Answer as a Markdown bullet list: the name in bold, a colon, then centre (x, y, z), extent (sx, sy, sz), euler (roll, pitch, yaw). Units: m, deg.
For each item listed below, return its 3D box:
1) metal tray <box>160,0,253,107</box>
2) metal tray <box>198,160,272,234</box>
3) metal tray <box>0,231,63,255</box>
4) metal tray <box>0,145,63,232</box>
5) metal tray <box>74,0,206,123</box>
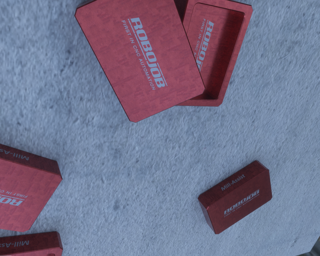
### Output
- **metal tray**: centre (0.050, -0.091, 0.376), extent (0.091, 0.030, 0.129), euler (-1, 119, -29)
- **metal tray**: centre (0.139, 0.126, 0.561), extent (0.131, 0.030, 0.090), euler (-30, 129, -10)
- **metal tray**: centre (-0.204, 0.187, 0.408), extent (0.131, 0.030, 0.089), euler (4, 117, -31)
- **metal tray**: centre (-0.189, 0.062, 0.340), extent (0.131, 0.030, 0.090), euler (26, 104, -38)
- **metal tray**: centre (-0.016, -0.079, 0.321), extent (0.090, 0.030, 0.129), euler (-24, 119, 2)
